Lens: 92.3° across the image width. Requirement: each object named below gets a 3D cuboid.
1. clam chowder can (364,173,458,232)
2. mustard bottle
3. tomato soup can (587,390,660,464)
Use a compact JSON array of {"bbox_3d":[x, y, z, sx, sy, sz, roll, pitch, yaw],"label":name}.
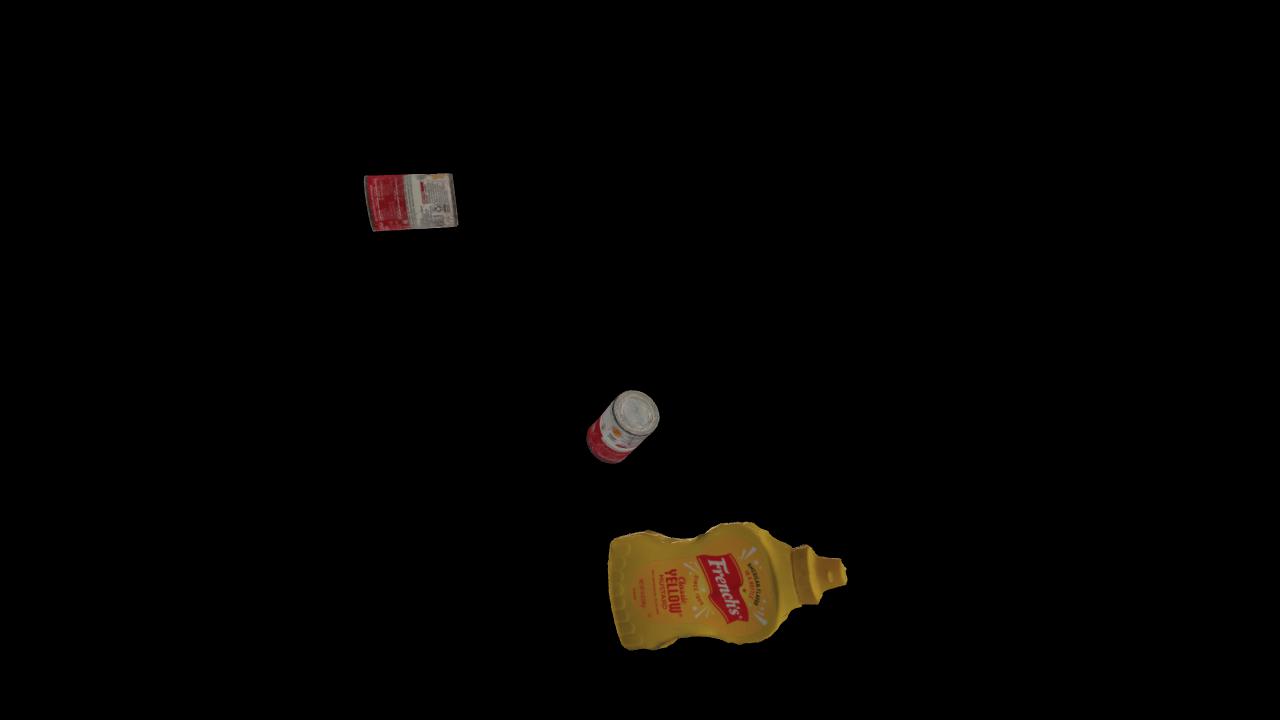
[{"bbox_3d":[-0.282,-0.196,0.764,0.102,0.068,0.068,-7,2,-16],"label":"clam chowder can"},{"bbox_3d":[0.068,0.174,0.484,0.184,0.092,0.054,-12,-19,19],"label":"mustard bottle"},{"bbox_3d":[-0.024,0.091,0.832,0.068,0.068,0.101,0,-29,-27],"label":"tomato soup can"}]
